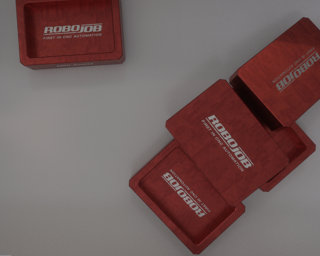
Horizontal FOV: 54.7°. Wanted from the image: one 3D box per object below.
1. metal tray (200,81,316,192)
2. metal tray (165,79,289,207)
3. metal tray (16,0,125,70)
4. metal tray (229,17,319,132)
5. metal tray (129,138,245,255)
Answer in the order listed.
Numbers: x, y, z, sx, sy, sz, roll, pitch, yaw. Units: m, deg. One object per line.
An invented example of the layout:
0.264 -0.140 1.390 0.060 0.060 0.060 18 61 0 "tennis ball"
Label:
0.126 0.007 0.409 0.090 0.030 0.130 -42 90 0 "metal tray"
0.079 0.017 0.379 0.090 0.030 0.130 -39 90 0 "metal tray"
-0.115 -0.128 0.407 0.131 0.030 0.089 -4 90 0 "metal tray"
0.165 -0.068 0.390 0.131 0.030 0.090 -39 85 -14 "metal tray"
0.035 0.087 0.408 0.090 0.030 0.130 -43 90 0 "metal tray"
